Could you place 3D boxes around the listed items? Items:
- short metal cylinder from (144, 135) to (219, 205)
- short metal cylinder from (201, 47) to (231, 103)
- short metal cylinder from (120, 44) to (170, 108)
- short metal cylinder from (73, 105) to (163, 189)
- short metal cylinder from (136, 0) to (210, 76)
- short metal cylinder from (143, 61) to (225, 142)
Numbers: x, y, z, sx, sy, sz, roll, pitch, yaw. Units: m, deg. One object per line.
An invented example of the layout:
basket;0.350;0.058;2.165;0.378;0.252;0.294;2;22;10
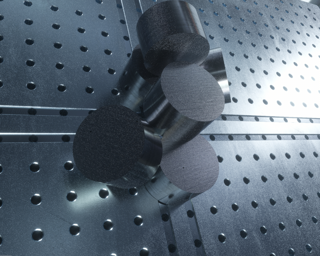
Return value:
short metal cylinder;0.023;0.047;0.375;0.081;0.050;0.080;14;57;-21
short metal cylinder;0.069;-0.071;0.444;0.050;0.080;0.080;-11;60;12
short metal cylinder;-0.010;-0.073;0.431;0.081;0.050;0.080;13;57;-21
short metal cylinder;-0.044;0.021;0.329;0.050;0.080;0.080;42;29;-63
short metal cylinder;0.015;-0.107;0.380;0.081;0.080;0.050;0;62;-28
short metal cylinder;0.027;-0.030;0.360;0.081;0.050;0.080;14;56;-21
